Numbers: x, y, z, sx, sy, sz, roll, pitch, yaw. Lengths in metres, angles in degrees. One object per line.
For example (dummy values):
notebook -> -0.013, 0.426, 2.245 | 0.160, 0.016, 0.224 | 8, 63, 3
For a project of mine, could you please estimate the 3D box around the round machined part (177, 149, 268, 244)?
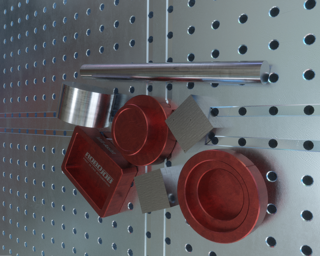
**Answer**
round machined part -> 0.071, 0.071, 0.340 | 0.098, 0.042, 0.097 | 0, 90, 40

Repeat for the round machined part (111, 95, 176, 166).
round machined part -> -0.028, 0.003, 0.421 | 0.098, 0.042, 0.097 | -3, 85, 39

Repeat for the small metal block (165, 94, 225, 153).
small metal block -> 0.041, -0.005, 0.376 | 0.050, 0.025, 0.050 | -46, 63, 30

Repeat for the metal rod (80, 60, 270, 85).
metal rod -> -0.006, -0.075, 0.414 | 0.300, 0.025, 0.025 | 9, 96, 39

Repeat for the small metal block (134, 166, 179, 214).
small metal block -> -0.003, 0.083, 0.413 | 0.050, 0.025, 0.050 | -24, 75, 37

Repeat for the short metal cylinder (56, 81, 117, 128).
short metal cylinder -> -0.110, -0.036, 0.464 | 0.080, 0.081, 0.050 | 23, 104, 38

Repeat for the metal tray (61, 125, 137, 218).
metal tray -> -0.101, 0.065, 0.489 | 0.130, 0.030, 0.089 | 38, 114, 33
